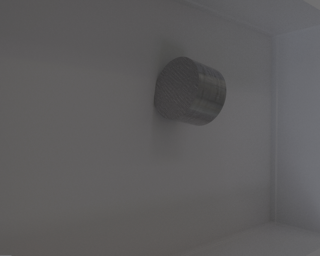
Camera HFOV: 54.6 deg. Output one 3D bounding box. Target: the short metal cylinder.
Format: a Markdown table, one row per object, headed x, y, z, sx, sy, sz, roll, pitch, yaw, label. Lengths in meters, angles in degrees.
| x | y | z | sx | sy | sz | roll | pitch | yaw | label |
| --- | --- | --- | --- | --- | --- | --- | --- | --- | --- |
| 0.038 | -0.046 | 0.401 | 0.050 | 0.080 | 0.080 | 12 | 83 | -39 | short metal cylinder |
